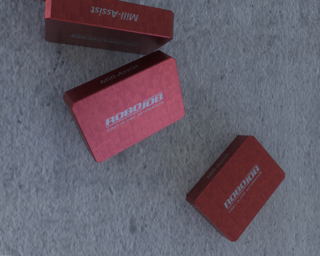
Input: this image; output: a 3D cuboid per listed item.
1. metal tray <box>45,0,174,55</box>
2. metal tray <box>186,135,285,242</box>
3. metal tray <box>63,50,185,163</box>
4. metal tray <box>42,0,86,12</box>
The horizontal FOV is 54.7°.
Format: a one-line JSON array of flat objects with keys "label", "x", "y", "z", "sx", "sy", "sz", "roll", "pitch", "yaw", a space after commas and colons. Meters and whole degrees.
[{"label": "metal tray", "x": -0.060, "y": -0.115, "z": 0.352, "sx": 0.131, "sy": 0.090, "sz": 0.030, "roll": 3, "pitch": 90, "yaw": -20}, {"label": "metal tray", "x": 0.112, "y": 0.085, "z": 0.450, "sx": 0.130, "sy": 0.030, "sz": 0.090, "roll": -47, "pitch": 105, "yaw": -14}, {"label": "metal tray", "x": -0.036, "y": -0.026, "z": 0.371, "sx": 0.131, "sy": 0.030, "sz": 0.090, "roll": -29, "pitch": 131, "yaw": -18}, {"label": "metal tray", "x": -0.111, "y": -0.199, "z": 0.343, "sx": 0.091, "sy": 0.030, "sz": 0.130, "roll": 15, "pitch": 66, "yaw": -20}]
